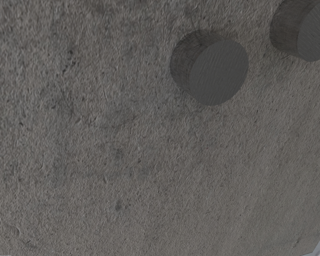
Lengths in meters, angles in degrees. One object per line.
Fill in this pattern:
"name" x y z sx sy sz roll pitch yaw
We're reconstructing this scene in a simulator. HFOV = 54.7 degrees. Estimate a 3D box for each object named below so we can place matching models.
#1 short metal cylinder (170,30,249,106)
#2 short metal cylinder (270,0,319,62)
"short metal cylinder" 0.059 -0.074 0.377 0.081 0.050 0.079 -14 124 -21
"short metal cylinder" 0.196 -0.135 0.414 0.081 0.050 0.079 -14 124 -21
